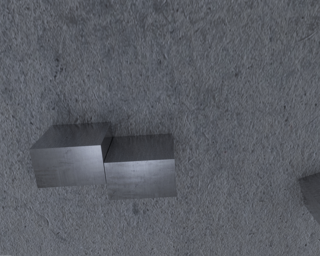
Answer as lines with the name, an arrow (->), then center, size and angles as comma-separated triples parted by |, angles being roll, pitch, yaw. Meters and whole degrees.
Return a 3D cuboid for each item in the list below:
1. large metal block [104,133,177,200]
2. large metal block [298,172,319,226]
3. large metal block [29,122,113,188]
large metal block -> -0.022, 0.047, 0.397 | 0.080, 0.080, 0.050 | -3, 110, 1
large metal block -> 0.249, 0.097, 0.418 | 0.080, 0.080, 0.050 | -19, 109, 7
large metal block -> -0.104, 0.031, 0.391 | 0.080, 0.080, 0.050 | -3, 110, 1
